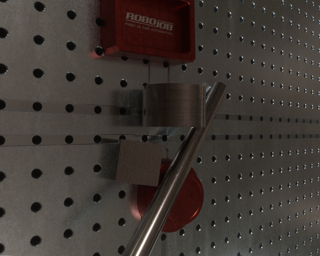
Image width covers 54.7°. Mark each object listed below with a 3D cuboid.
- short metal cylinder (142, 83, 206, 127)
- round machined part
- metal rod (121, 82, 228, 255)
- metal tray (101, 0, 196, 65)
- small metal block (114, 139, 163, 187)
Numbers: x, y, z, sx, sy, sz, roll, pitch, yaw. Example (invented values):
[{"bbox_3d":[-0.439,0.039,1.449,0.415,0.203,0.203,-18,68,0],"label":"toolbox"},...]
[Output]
[{"bbox_3d":[0.017,-0.026,0.390,0.081,0.080,0.050,0,90,-40],"label":"short metal cylinder"},{"bbox_3d":[0.021,0.092,0.419,0.099,0.042,0.097,0,91,-40],"label":"round machined part"},{"bbox_3d":[0.033,0.037,0.399,0.025,0.025,0.301,55,46,-26],"label":"metal rod"},{"bbox_3d":[-0.010,-0.134,0.398,0.131,0.030,0.089,-2,92,-40],"label":"metal tray"},{"bbox_3d":[-0.026,0.042,0.375,0.050,0.025,0.050,8,84,-11],"label":"small metal block"}]
